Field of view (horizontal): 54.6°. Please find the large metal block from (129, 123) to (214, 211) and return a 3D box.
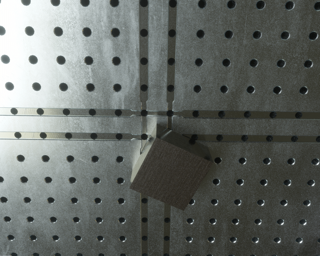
[{"bbox_3d":[0.014,0.052,0.419,0.080,0.050,0.080,25,108,-9],"label":"large metal block"}]
